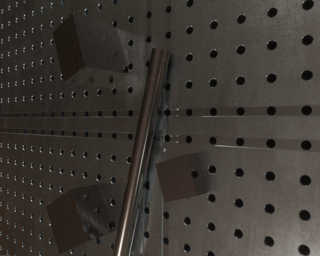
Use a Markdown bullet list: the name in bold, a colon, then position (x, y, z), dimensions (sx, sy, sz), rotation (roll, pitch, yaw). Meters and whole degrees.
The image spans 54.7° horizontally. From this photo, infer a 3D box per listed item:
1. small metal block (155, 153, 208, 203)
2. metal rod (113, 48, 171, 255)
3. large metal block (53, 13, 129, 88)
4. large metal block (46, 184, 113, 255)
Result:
- **small metal block**: position (0.026, 0.062, 0.386), dimensions (0.050, 0.025, 0.050), rotation (-22, 76, 37)
- **metal rod**: position (-0.027, 0.042, 0.429), dimensions (0.025, 0.025, 0.298), rotation (19, 102, 38)
- **large metal block**: position (-0.100, -0.109, 0.453), dimensions (0.050, 0.081, 0.080), rotation (-25, 74, 37)
- **large metal block**: position (-0.131, 0.146, 0.498), dimensions (0.080, 0.050, 0.080), rotation (-35, 69, 34)
